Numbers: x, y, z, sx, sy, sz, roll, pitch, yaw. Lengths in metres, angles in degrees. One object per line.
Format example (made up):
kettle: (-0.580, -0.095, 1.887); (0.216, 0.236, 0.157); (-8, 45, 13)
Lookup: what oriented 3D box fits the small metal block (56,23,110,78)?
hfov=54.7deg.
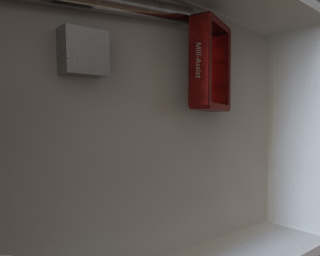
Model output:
small metal block: (-0.083, -0.082, 0.338); (0.050, 0.025, 0.050); (-2, 92, -40)

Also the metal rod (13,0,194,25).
metal rod: (-0.075, -0.143, 0.344); (0.302, 0.025, 0.025); (-8, 96, -40)

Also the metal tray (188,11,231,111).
metal tray: (0.074, -0.090, 0.449); (0.090, 0.030, 0.129); (1, 90, -59)
